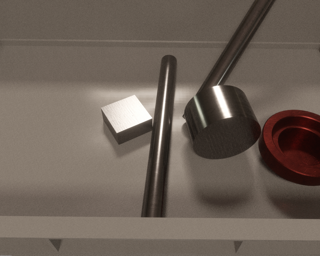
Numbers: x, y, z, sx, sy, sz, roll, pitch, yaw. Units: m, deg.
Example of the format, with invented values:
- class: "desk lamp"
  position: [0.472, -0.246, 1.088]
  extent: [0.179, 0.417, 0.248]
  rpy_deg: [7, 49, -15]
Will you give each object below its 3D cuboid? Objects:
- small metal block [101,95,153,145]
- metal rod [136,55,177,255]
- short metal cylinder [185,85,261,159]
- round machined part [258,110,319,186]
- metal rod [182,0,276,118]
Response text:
- class: "small metal block"
  position: [-0.044, -0.012, 0.414]
  extent: [0.050, 0.025, 0.050]
  rpy_deg: [-24, 54, -19]
- class: "metal rod"
  position: [0.002, 0.008, 0.398]
  extent: [0.025, 0.025, 0.300]
  rpy_deg: [4, 50, 3]
- class: "short metal cylinder"
  position: [0.074, -0.005, 0.375]
  extent: [0.081, 0.080, 0.050]
  rpy_deg: [-7, 51, -6]
- class: "round machined part"
  position: [0.168, 0.027, 0.373]
  extent: [0.099, 0.042, 0.098]
  rpy_deg: [0, 50, 0]
- class: "metal rod"
  position: [0.120, -0.135, 0.430]
  extent: [0.025, 0.025, 0.299]
  rpy_deg: [30, 85, 22]
